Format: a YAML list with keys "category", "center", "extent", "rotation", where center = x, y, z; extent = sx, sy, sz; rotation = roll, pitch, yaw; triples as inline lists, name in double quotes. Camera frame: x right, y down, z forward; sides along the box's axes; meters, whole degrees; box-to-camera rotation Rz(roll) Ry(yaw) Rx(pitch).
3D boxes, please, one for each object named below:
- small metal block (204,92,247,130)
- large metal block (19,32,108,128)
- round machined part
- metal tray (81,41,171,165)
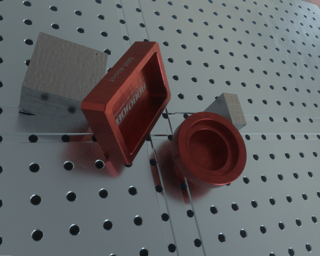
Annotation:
- category: "small metal block"
  center: [0.094, -0.016, 0.452]
  extent: [0.025, 0.050, 0.050]
  rotation: [4, 60, -27]
- category: "large metal block"
  center: [-0.112, -0.055, 0.366]
  extent: [0.081, 0.050, 0.080]
  rotation: [15, 56, -20]
- category: "round machined part"
  center: [0.060, 0.031, 0.405]
  extent: [0.099, 0.042, 0.098]
  rotation: [9, 64, -19]
- category: "metal tray"
  center: [-0.032, -0.033, 0.370]
  extent: [0.030, 0.090, 0.130]
  rotation: [8, 46, 25]
